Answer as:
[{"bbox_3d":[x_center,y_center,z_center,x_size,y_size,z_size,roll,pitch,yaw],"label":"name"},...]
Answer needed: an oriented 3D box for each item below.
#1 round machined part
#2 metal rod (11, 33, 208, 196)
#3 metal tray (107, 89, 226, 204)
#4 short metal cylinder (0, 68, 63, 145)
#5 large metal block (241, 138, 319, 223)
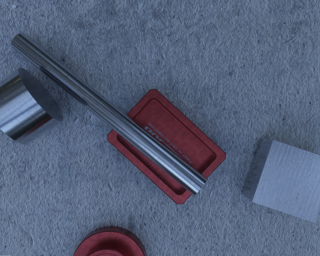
[{"bbox_3d":[-0.066,0.182,0.401,0.099,0.042,0.097,0,90,-1],"label":"round machined part"},{"bbox_3d":[-0.069,-0.023,0.382,0.300,0.025,0.025,38,90,10],"label":"metal rod"},{"bbox_3d":[0.008,0.024,0.407,0.130,0.030,0.090,43,90,-1],"label":"metal tray"},{"bbox_3d":[-0.166,-0.027,0.380,0.050,0.080,0.080,-35,90,0],"label":"short metal cylinder"},{"bbox_3d":[0.162,0.064,0.400,0.080,0.050,0.080,19,90,-1],"label":"large metal block"}]
